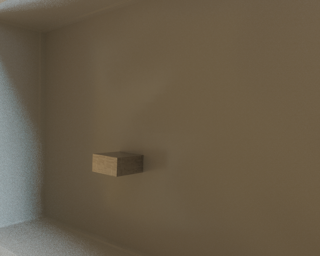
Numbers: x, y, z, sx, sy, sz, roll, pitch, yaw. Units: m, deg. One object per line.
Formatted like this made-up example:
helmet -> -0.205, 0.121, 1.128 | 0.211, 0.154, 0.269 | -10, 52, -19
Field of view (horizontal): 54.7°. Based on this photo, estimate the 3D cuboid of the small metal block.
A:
small metal block -> -0.059, 0.050, 0.437 | 0.050, 0.050, 0.025 | 4, 93, 39
